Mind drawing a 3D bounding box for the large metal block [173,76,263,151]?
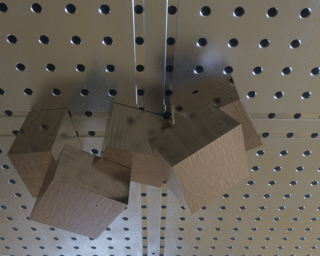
[{"bbox_3d":[0.072,-0.006,0.391,0.080,0.050,0.080,-24,127,18],"label":"large metal block"}]

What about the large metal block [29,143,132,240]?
[{"bbox_3d":[-0.089,0.074,0.351,0.080,0.050,0.080,25,125,-20],"label":"large metal block"}]

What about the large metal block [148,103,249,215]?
[{"bbox_3d":[0.044,0.033,0.334,0.080,0.050,0.080,-31,130,-13],"label":"large metal block"}]

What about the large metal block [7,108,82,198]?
[{"bbox_3d":[-0.142,0.032,0.400,0.050,0.080,0.080,-5,130,4],"label":"large metal block"}]

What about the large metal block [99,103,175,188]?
[{"bbox_3d":[-0.029,0.021,0.392,0.081,0.080,0.050,15,129,-13],"label":"large metal block"}]
